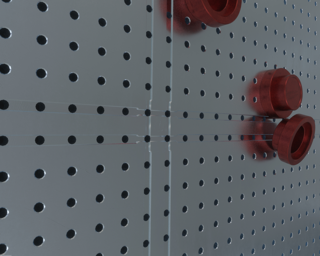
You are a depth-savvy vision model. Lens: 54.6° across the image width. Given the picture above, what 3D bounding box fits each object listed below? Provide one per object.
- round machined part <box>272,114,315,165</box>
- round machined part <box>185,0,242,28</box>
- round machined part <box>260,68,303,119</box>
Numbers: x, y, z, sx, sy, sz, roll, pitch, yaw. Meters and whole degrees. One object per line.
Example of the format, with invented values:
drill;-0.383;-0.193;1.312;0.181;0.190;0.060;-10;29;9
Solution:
round machined part;0.254;0.019;0.598;0.099;0.042;0.097;-17;118;-36
round machined part;0.074;-0.198;0.459;0.099;0.042;0.097;0;90;-40
round machined part;0.238;-0.066;0.596;0.099;0.042;0.097;0;90;-40
